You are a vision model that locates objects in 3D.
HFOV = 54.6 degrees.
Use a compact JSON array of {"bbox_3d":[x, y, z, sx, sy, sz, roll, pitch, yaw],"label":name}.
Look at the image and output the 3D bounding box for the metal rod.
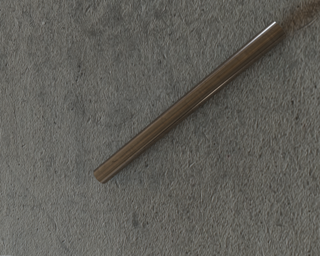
[{"bbox_3d":[0.027,-0.023,0.399,0.300,0.025,0.025,-39,78,15],"label":"metal rod"}]
